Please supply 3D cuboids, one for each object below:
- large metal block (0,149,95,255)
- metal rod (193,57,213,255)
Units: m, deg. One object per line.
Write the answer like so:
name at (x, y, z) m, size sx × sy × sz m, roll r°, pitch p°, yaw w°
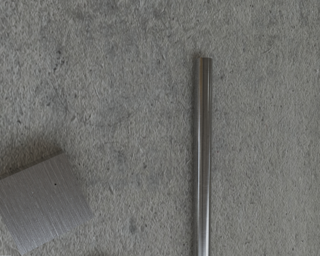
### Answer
large metal block at (-0.131, 0.078, 0.348) m, size 0.081 × 0.050 × 0.080 m, roll -25°, pitch 99°, yaw -19°
metal rod at (0.059, 0.053, 0.432) m, size 0.025 × 0.025 × 0.298 m, roll 1°, pitch 90°, yaw -20°
